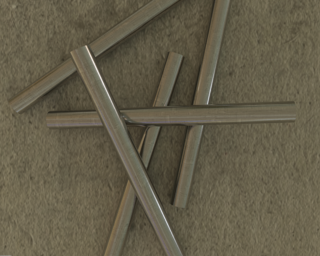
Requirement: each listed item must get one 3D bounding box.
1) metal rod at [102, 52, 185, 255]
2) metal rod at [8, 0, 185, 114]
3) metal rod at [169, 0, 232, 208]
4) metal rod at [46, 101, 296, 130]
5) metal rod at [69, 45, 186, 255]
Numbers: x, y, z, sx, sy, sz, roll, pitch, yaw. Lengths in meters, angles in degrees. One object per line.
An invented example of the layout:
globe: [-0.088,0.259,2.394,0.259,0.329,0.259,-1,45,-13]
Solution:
metal rod: [-0.024,0.046,0.409,0.025,0.025,0.298,18,90,-1]
metal rod: [-0.067,-0.114,0.408,0.301,0.025,0.025,-35,90,-1]
metal rod: [0.056,-0.044,0.410,0.025,0.025,0.298,12,90,-1]
metal rod: [0.005,-0.014,0.381,0.301,0.025,0.025,-2,90,11]
metal rod: [-0.033,0.045,0.379,0.025,0.025,0.299,-23,102,0]
